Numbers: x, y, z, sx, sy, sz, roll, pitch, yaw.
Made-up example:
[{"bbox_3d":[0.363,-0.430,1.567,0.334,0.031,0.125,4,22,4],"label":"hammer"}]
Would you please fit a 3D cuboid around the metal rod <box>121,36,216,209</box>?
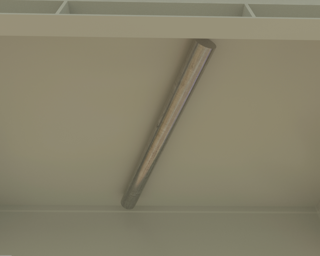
[{"bbox_3d":[-0.002,0.016,0.419,0.025,0.025,0.298,15,129,-13],"label":"metal rod"}]
